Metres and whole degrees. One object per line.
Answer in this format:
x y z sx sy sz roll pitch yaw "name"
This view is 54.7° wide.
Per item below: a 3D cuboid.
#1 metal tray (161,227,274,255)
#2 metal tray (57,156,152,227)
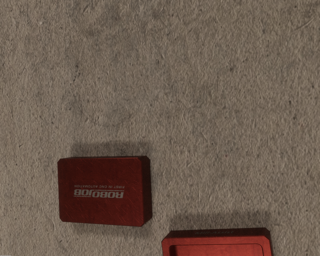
0.073 0.173 0.380 0.130 0.030 0.089 -9 87 19 "metal tray"
-0.078 0.086 0.433 0.130 0.030 0.089 -3 89 19 "metal tray"
